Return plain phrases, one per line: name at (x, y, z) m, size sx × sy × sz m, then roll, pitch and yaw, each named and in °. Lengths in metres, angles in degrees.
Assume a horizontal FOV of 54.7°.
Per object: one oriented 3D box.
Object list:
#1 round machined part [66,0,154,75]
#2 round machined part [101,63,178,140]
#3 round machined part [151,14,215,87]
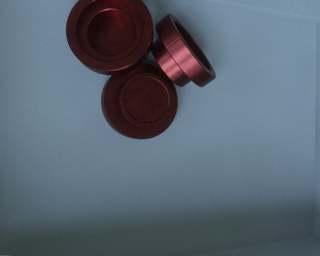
round machined part at (-0.057, -0.110, 0.369) m, size 0.099 × 0.042 × 0.097 m, roll 0°, pitch 85°, yaw 1°
round machined part at (-0.022, -0.034, 0.393) m, size 0.099 × 0.042 × 0.097 m, roll 0°, pitch 90°, yaw -20°
round machined part at (0.025, -0.091, 0.391) m, size 0.042 × 0.098 × 0.098 m, roll -35°, pitch 104°, yaw 20°
